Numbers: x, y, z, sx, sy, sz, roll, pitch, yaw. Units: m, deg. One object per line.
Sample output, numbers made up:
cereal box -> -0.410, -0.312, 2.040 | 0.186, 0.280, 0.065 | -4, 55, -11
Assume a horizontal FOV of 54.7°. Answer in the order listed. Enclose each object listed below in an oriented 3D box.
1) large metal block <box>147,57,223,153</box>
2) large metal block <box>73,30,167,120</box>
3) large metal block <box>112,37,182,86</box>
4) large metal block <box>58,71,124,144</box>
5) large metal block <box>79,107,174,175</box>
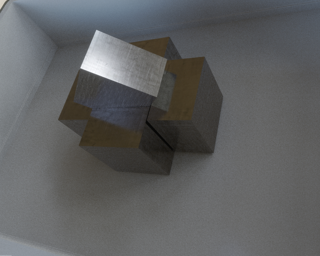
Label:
large metal block -> 0.034, -0.024, 0.364 | 0.050, 0.080, 0.080 | 0, 62, 28
large metal block -> -0.048, -0.053, 0.354 | 0.080, 0.080, 0.050 | 20, 65, -13
large metal block -> -0.012, -0.072, 0.420 | 0.080, 0.080, 0.050 | 0, 62, 28
large metal block -> -0.081, -0.027, 0.429 | 0.050, 0.080, 0.080 | 0, 62, 28
large metal block -> -0.035, 0.017, 0.377 | 0.080, 0.080, 0.050 | 0, 62, 28
